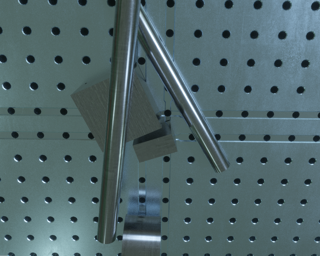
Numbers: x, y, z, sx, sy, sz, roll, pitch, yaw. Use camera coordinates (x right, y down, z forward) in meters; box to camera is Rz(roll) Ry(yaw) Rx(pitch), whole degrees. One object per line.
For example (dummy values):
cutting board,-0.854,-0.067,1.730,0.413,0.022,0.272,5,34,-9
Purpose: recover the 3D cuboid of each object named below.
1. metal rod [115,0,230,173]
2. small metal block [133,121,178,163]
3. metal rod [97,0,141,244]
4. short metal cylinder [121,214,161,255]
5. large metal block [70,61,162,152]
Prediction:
metal rod,0.012,-0.066,0.389,0.025,0.025,0.299,-29,108,9
small metal block,-0.006,0.017,0.406,0.050,0.050,0.025,-17,109,6
metal rod,-0.051,0.008,0.362,0.025,0.025,0.298,7,110,-3
short metal cylinder,-0.027,0.166,0.445,0.050,0.080,0.079,4,110,-2
large metal block,-0.051,-0.028,0.389,0.080,0.050,0.080,-23,109,7
